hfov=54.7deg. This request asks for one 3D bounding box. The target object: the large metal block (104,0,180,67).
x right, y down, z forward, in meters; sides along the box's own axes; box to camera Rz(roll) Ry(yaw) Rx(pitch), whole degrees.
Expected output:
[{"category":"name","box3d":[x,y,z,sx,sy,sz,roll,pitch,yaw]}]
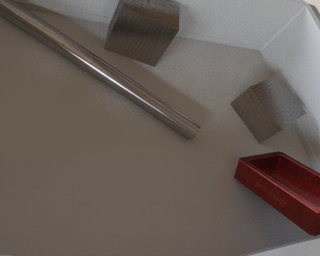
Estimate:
[{"category":"large metal block","box3d":[-0.027,-0.144,0.445,0.081,0.080,0.050,16,55,-20]}]

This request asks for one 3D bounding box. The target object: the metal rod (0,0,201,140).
[{"category":"metal rod","box3d":[-0.075,-0.075,0.411,0.301,0.025,0.025,33,51,-7]}]

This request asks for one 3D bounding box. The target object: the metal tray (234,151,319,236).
[{"category":"metal tray","box3d":[0.174,0.077,0.403,0.091,0.030,0.130,-5,26,-31]}]

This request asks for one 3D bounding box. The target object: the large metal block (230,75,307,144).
[{"category":"large metal block","box3d":[0.177,-0.032,0.507,0.081,0.050,0.080,-25,75,-37]}]
